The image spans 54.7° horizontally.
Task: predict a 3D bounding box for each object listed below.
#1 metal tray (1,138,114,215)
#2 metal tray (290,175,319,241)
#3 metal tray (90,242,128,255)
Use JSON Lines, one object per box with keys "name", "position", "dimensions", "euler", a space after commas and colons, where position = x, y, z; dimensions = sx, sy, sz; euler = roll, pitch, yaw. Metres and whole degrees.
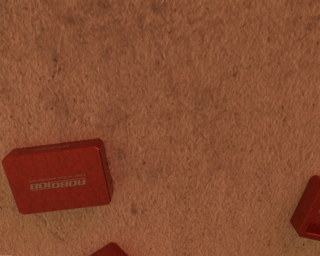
{"name": "metal tray", "position": [-0.138, 0.068, 0.430], "dimensions": [0.131, 0.030, 0.089], "euler": [-7, 110, 2]}
{"name": "metal tray", "position": [0.274, 0.128, 0.458], "dimensions": [0.131, 0.030, 0.089], "euler": [13, 110, -6]}
{"name": "metal tray", "position": [-0.099, 0.252, 0.498], "dimensions": [0.130, 0.030, 0.090], "euler": [-35, 107, 11]}
